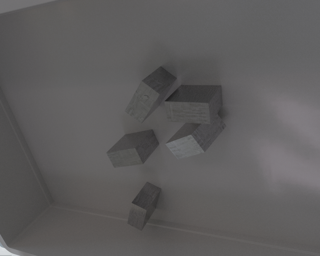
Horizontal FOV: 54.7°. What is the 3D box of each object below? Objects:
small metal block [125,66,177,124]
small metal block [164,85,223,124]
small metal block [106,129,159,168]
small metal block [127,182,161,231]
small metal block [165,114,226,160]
[{"bbox_3d":[-0.011,-0.040,0.373,0.025,0.050,0.050,37,129,3],"label":"small metal block"},{"bbox_3d":[0.040,-0.028,0.354,0.050,0.050,0.025,5,120,26],"label":"small metal block"},{"bbox_3d":[-0.037,0.028,0.430,0.050,0.050,0.025,-11,113,33],"label":"small metal block"},{"bbox_3d":[-0.024,0.121,0.480,0.025,0.050,0.050,23,127,14],"label":"small metal block"},{"bbox_3d":[0.042,0.008,0.368,0.025,0.050,0.050,53,145,-10],"label":"small metal block"}]
